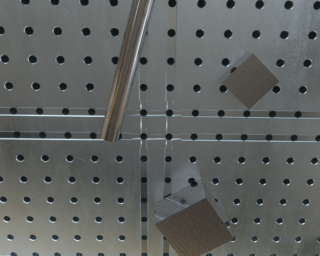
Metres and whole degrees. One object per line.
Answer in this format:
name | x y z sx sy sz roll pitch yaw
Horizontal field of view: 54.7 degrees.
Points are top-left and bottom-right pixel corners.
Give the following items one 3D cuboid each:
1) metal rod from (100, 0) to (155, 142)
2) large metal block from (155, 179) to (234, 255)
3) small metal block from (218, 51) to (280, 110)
metal rod | -0.027 -0.121 0.368 0.025 0.025 0.298 15 109 -6
large metal block | 0.048 0.134 0.450 0.080 0.050 0.080 -31 108 10
small metal block | 0.112 -0.061 0.392 0.050 0.025 0.050 42 105 -14
